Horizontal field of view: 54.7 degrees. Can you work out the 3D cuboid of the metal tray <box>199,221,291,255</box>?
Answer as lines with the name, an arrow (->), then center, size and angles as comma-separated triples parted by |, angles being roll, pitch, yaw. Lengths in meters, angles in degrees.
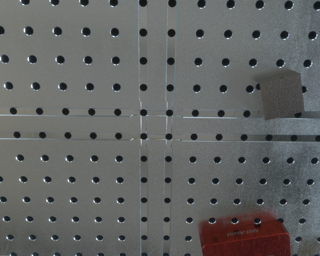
metal tray -> 0.134, 0.200, 0.486 | 0.131, 0.030, 0.089 | -10, 110, 3

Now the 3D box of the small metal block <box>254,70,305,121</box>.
small metal block -> 0.153, -0.042, 0.399 | 0.050, 0.025, 0.050 | -14, 110, 5
